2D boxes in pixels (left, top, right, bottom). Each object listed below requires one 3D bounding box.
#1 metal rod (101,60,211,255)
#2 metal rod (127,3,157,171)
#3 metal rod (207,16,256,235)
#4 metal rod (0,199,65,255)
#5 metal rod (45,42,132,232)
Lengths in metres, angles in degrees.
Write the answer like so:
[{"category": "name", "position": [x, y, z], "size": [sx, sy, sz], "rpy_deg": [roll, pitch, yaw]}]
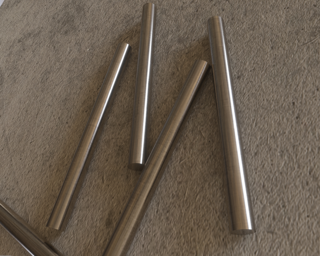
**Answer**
[{"category": "metal rod", "position": [-0.003, 0.042, 0.379], "size": [0.025, 0.025, 0.300], "rpy_deg": [13, 68, 33]}, {"category": "metal rod", "position": [-0.023, -0.080, 0.465], "size": [0.025, 0.025, 0.299], "rpy_deg": [-11, 57, 22]}, {"category": "metal rod", "position": [0.081, -0.027, 0.377], "size": [0.025, 0.025, 0.299], "rpy_deg": [-13, 56, 21]}, {"category": "metal rod", "position": [-0.204, 0.132, 0.430], "size": [0.300, 0.025, 0.025], "rpy_deg": [20, 73, 35]}, {"category": "metal rod", "position": [-0.096, -0.003, 0.456], "size": [0.025, 0.025, 0.300], "rpy_deg": [2, 62, 29]}]
